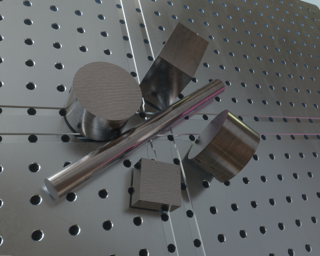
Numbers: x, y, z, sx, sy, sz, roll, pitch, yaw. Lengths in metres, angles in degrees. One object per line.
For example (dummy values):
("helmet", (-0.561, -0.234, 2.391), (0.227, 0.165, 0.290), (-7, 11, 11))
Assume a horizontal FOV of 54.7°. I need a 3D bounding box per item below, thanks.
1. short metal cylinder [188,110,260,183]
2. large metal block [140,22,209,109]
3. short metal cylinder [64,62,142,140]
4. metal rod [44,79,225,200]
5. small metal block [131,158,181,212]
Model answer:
("short metal cylinder", (0.081, 0.023, 0.398), (0.050, 0.080, 0.080), (38, 51, -4))
("large metal block", (0.016, -0.083, 0.428), (0.050, 0.080, 0.080), (32, 52, -8))
("short metal cylinder", (-0.068, -0.032, 0.370), (0.081, 0.050, 0.080), (14, 56, -21))
("metal rod", (-0.008, -0.003, 0.401), (0.302, 0.025, 0.025), (-32, 80, -38))
("small metal block", (-0.004, 0.067, 0.361), (0.050, 0.025, 0.050), (14, 56, -21))
